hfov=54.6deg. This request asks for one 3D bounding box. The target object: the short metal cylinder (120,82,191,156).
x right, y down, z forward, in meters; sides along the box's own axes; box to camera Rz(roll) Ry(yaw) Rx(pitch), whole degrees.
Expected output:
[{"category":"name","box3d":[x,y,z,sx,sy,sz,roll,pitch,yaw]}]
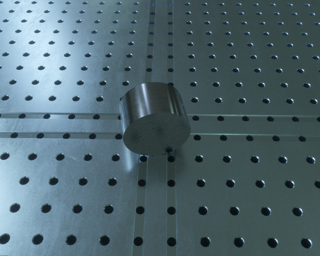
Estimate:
[{"category":"short metal cylinder","box3d":[-0.007,-0.010,0.380,0.080,0.080,0.050,-7,51,-6]}]
